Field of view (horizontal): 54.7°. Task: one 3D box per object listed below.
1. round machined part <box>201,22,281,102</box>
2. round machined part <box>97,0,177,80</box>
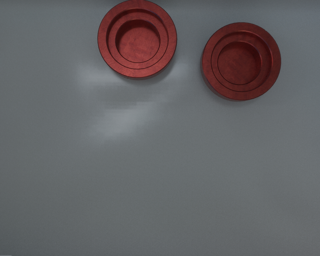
[{"bbox_3d":[0.101,-0.083,0.404,0.099,0.042,0.097,0,90,-1],"label":"round machined part"},{"bbox_3d":[-0.028,-0.110,0.403,0.099,0.042,0.097,0,90,-1],"label":"round machined part"}]
